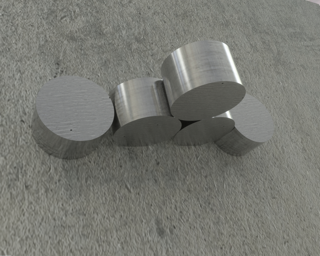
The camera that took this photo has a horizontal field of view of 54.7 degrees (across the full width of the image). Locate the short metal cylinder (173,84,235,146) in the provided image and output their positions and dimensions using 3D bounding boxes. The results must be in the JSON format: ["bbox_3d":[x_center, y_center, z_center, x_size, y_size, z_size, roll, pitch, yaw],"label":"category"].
[{"bbox_3d":[0.051,-0.016,0.408,0.081,0.080,0.050,0,61,-28],"label":"short metal cylinder"}]

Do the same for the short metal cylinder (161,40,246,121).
[{"bbox_3d":[0.045,-0.048,0.335,0.081,0.080,0.050,1,63,-28],"label":"short metal cylinder"}]

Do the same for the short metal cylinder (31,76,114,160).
[{"bbox_3d":[-0.097,-0.011,0.343,0.081,0.050,0.080,14,56,-21],"label":"short metal cylinder"}]

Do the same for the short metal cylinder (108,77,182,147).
[{"bbox_3d":[-0.019,-0.017,0.369,0.081,0.080,0.050,0,62,-28],"label":"short metal cylinder"}]

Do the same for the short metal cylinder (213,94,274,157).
[{"bbox_3d":[0.118,-0.004,0.454,0.081,0.050,0.080,14,56,-21],"label":"short metal cylinder"}]
